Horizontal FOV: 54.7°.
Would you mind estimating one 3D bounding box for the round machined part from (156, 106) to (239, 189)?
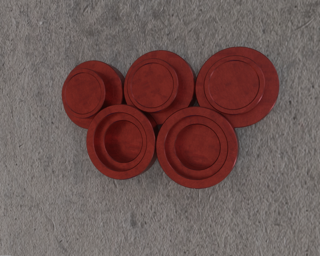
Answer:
[{"bbox_3d":[0.048,0.023,0.384,0.098,0.042,0.097,0,90,19],"label":"round machined part"}]

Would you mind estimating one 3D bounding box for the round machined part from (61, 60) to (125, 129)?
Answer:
[{"bbox_3d":[-0.097,-0.047,0.434,0.098,0.042,0.097,0,90,19],"label":"round machined part"}]

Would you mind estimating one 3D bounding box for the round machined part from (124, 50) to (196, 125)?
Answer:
[{"bbox_3d":[-0.003,-0.053,0.402,0.098,0.042,0.097,0,90,19],"label":"round machined part"}]

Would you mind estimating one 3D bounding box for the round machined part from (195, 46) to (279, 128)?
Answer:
[{"bbox_3d":[0.090,-0.049,0.369,0.098,0.042,0.097,0,90,19],"label":"round machined part"}]

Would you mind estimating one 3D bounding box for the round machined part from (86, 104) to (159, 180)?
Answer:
[{"bbox_3d":[-0.045,0.018,0.416,0.098,0.042,0.097,0,90,19],"label":"round machined part"}]
